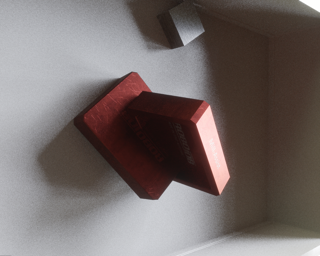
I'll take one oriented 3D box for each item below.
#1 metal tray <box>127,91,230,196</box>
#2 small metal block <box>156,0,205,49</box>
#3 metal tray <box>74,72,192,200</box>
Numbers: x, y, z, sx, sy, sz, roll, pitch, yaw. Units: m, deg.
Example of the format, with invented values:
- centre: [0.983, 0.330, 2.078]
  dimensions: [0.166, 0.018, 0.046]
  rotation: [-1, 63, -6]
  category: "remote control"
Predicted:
- centre: [0.025, 0.020, 0.364]
  dimensions: [0.030, 0.090, 0.130]
  rotation: [-53, 138, -30]
  category: "metal tray"
- centre: [0.030, -0.146, 0.434]
  dimensions: [0.050, 0.025, 0.050]
  rotation: [-42, 116, -32]
  category: "small metal block"
- centre: [-0.025, 0.010, 0.370]
  dimensions: [0.130, 0.030, 0.090]
  rotation: [52, 59, -17]
  category: "metal tray"
